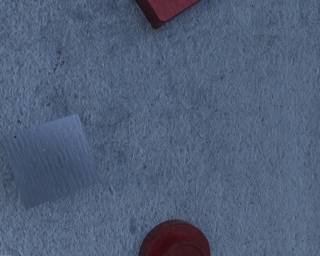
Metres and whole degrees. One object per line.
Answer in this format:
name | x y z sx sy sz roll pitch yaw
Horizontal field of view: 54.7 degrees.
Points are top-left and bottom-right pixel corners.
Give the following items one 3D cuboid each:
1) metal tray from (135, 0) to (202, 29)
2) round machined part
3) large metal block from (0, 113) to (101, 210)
metal tray | 0.023 -0.206 0.415 0.131 0.030 0.090 -38 102 -16
round machined part | 0.024 0.176 0.411 0.099 0.042 0.097 0 90 -21
large metal block | -0.122 0.034 0.351 0.081 0.050 0.080 -19 97 -19
